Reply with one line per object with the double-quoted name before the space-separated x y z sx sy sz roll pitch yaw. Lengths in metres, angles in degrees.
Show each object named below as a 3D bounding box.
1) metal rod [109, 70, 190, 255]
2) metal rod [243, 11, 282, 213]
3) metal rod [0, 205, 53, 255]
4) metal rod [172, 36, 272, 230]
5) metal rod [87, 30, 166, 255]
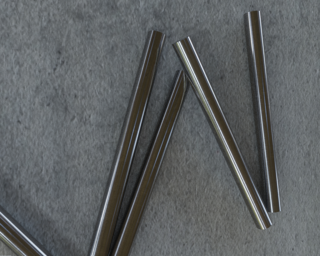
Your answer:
"metal rod" -0.017 0.066 0.403 0.025 0.025 0.299 22 82 -19
"metal rod" 0.155 -0.022 0.467 0.025 0.025 0.298 -8 93 -20
"metal rod" -0.184 0.097 0.341 0.025 0.025 0.300 -43 104 -15
"metal rod" 0.092 0.017 0.428 0.025 0.025 0.299 -32 107 -17
"metal rod" -0.041 0.021 0.394 0.025 0.025 0.299 17 84 -20
